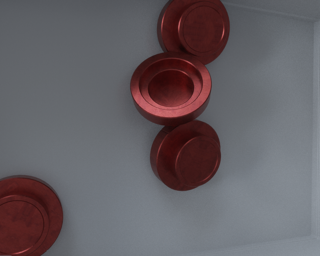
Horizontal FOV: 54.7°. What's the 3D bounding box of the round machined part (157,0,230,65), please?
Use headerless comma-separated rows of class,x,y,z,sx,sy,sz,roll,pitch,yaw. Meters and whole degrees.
round machined part,0.049,-0.129,0.407,0.099,0.042,0.097,-5,108,-17

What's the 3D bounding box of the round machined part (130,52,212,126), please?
round machined part,0.014,-0.045,0.392,0.099,0.042,0.098,-1,63,3

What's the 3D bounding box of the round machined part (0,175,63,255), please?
round machined part,-0.159,0.104,0.343,0.099,0.042,0.097,0,90,-21

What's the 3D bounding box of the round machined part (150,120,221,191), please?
round machined part,0.040,0.038,0.405,0.099,0.042,0.097,-8,107,-26
